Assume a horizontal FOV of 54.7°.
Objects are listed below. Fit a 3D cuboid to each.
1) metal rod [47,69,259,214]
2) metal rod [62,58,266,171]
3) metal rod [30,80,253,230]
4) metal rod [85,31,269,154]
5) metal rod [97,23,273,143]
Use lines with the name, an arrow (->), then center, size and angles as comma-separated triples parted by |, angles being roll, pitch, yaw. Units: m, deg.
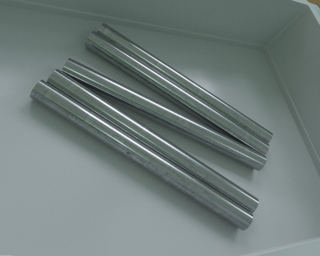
metal rod -> -0.004, 0.021, 0.389 | 0.301, 0.025, 0.025 | 33, 51, -7
metal rod -> 0.014, -0.013, 0.419 | 0.301, 0.025, 0.025 | 26, 53, -12
metal rod -> -0.016, 0.036, 0.373 | 0.301, 0.025, 0.025 | 33, 51, -7
metal rod -> 0.030, -0.045, 0.447 | 0.301, 0.025, 0.025 | 32, 52, -8
metal rod -> 0.041, -0.061, 0.463 | 0.301, 0.025, 0.025 | 32, 52, -8
